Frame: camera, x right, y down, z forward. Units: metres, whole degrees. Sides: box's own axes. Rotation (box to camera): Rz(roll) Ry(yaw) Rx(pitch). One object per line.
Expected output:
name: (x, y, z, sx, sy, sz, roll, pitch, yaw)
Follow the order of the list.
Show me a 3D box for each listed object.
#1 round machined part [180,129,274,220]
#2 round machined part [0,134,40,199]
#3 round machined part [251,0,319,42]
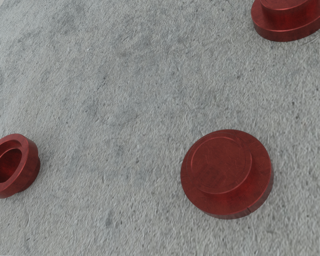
round machined part: (0.067, 0.044, 0.331, 0.098, 0.042, 0.098, -13, 56, 21)
round machined part: (-0.225, 0.061, 0.474, 0.098, 0.042, 0.098, -13, 56, 21)
round machined part: (0.169, -0.164, 0.405, 0.098, 0.042, 0.098, -13, 56, 21)
